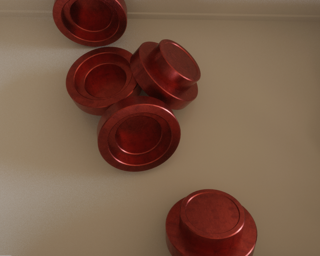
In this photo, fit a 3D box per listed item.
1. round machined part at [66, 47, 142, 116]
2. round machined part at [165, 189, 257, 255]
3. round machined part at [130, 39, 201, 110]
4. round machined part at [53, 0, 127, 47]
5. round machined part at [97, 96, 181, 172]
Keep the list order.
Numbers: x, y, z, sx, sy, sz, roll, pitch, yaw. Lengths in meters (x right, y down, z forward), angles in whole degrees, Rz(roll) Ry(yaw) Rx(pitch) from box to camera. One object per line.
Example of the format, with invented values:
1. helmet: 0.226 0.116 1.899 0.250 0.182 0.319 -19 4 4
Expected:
1. round machined part: -0.071 -0.058 0.415 0.099 0.042 0.098 -3 61 6
2. round machined part: 0.055 0.105 0.337 0.099 0.042 0.098 0 33 0
3. round machined part: 0.014 -0.075 0.399 0.098 0.042 0.098 28 40 -27
4. round machined part: -0.095 -0.164 0.431 0.099 0.098 0.042 -2 59 -1
5. round machined part: -0.027 0.003 0.380 0.099 0.097 0.042 -15 36 -6
